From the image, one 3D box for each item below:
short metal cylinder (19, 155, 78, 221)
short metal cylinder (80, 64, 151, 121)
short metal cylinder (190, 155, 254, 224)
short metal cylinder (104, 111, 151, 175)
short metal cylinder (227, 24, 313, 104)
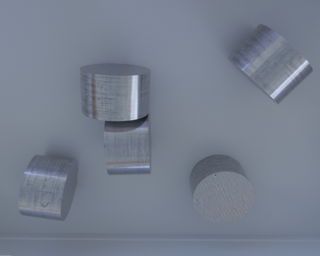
[{"bbox_3d":[-0.144,0.078,0.409,0.050,0.080,0.079,9,110,-4],"label":"short metal cylinder"},{"bbox_3d":[-0.052,-0.045,0.365,0.081,0.080,0.050,3,110,-1],"label":"short metal cylinder"},{"bbox_3d":[0.084,0.084,0.429,0.081,0.050,0.079,0,110,0],"label":"short metal cylinder"},{"bbox_3d":[-0.038,0.019,0.388,0.050,0.080,0.079,-1,110,0],"label":"short metal cylinder"},{"bbox_3d":[0.125,-0.072,0.356,0.080,0.080,0.050,39,105,-13],"label":"short metal cylinder"}]
